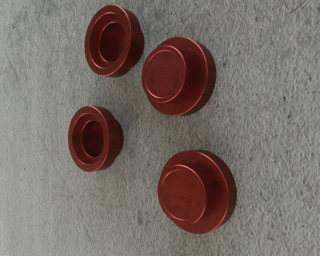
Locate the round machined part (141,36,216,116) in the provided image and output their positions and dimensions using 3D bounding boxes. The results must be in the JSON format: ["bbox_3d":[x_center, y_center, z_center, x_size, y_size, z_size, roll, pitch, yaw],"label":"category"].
[{"bbox_3d":[0.016,-0.063,0.381,0.098,0.042,0.097,0,90,40],"label":"round machined part"}]

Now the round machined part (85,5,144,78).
[{"bbox_3d":[-0.061,-0.121,0.445,0.098,0.042,0.097,0,90,40],"label":"round machined part"}]

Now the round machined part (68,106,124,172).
[{"bbox_3d":[-0.094,0.016,0.472,0.098,0.042,0.097,0,90,40],"label":"round machined part"}]

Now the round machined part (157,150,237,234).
[{"bbox_3d":[0.036,0.075,0.364,0.098,0.042,0.097,0,90,40],"label":"round machined part"}]
